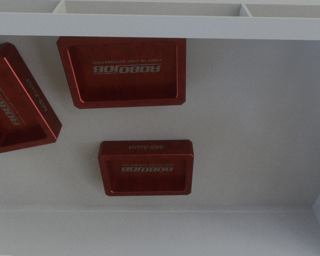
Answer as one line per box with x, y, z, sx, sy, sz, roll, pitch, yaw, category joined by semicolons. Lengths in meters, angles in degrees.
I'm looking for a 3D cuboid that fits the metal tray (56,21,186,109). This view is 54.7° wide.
-0.037;-0.068;0.347;0.131;0.030;0.089;-2;130;1;metal tray

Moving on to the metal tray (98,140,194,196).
-0.019;0.061;0.457;0.131;0.030;0.089;-1;130;0;metal tray

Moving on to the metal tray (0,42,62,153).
-0.191;-0.030;0.376;0.090;0.030;0.129;-11;130;9;metal tray
